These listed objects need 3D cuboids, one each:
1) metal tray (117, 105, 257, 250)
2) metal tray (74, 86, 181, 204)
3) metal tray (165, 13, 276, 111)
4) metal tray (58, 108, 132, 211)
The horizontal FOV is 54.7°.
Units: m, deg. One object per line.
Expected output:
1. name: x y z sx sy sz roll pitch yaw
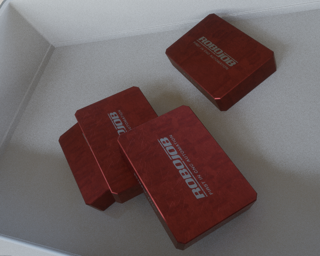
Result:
1. metal tray: 0.024 0.045 0.325 0.091 0.030 0.130 -26 62 -16
2. metal tray: -0.039 0.015 0.383 0.091 0.030 0.130 -25 58 -13
3. metal tray: 0.077 -0.093 0.418 0.090 0.030 0.130 -39 51 1
4. metal tray: -0.077 0.034 0.421 0.090 0.030 0.130 -39 51 1
